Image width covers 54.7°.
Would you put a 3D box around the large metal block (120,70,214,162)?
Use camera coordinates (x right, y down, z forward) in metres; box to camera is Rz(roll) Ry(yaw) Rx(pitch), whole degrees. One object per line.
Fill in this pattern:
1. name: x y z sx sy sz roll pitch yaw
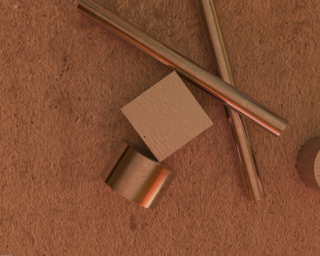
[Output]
1. large metal block: 0.009 -0.014 0.398 0.080 0.050 0.080 -36 90 0

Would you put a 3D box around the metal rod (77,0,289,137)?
1. metal rod: 0.024 -0.081 0.393 0.301 0.025 0.025 33 90 6

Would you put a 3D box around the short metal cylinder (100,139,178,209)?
1. short metal cylinder: -0.025 0.055 0.382 0.080 0.080 0.050 32 90 0

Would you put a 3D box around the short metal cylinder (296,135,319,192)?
1. short metal cylinder: 0.226 0.049 0.400 0.081 0.050 0.080 0 90 0

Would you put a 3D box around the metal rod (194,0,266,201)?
1. metal rod: 0.090 -0.052 0.410 0.025 0.025 0.298 -15 90 0
